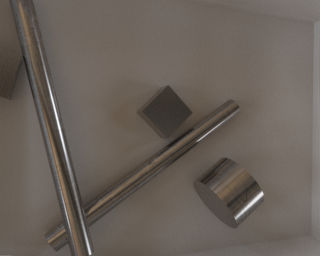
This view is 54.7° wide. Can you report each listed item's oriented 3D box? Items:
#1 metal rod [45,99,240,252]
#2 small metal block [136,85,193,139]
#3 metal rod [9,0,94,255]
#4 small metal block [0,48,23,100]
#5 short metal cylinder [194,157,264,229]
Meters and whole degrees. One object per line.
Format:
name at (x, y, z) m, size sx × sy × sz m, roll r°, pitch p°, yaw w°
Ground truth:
metal rod at (-0.010, 0.052, 0.407) m, size 0.301 × 0.025 × 0.025 m, roll -35°, pitch 102°, yaw -17°
small metal block at (0.006, -0.021, 0.414) m, size 0.050 × 0.025 × 0.050 m, roll -46°, pitch 105°, yaw -14°
metal rod at (-0.122, -0.003, 0.350) m, size 0.025 × 0.025 × 0.298 m, roll -14°, pitch 89°, yaw -20°
small metal block at (-0.186, -0.063, 0.342) m, size 0.050 × 0.025 × 0.050 m, roll 17°, pitch 84°, yaw -20°
short metal cylinder at (0.091, 0.087, 0.417) m, size 0.050 × 0.080 × 0.080 m, roll -38°, pitch 103°, yaw -16°
